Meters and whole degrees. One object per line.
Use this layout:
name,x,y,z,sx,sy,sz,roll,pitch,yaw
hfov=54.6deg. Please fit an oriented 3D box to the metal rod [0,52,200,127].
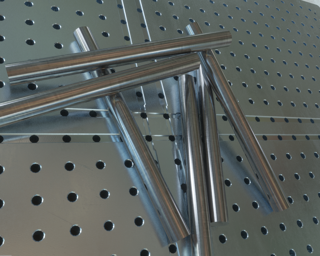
metal rod,-0.078,-0.046,0.366,0.302,0.025,0.025,-21,73,-27

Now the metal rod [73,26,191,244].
metal rod,-0.042,-0.004,0.387,0.025,0.025,0.299,-16,70,-34

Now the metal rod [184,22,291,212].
metal rod,0.109,-0.022,0.456,0.025,0.025,0.299,-17,78,-35

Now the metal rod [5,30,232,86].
metal rod,-0.035,-0.096,0.404,0.302,0.025,0.025,-15,70,-22

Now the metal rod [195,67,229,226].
metal rod,0.070,-0.012,0.452,0.025,0.025,0.300,13,56,-21

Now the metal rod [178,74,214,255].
metal rod,0.045,0.055,0.397,0.025,0.025,0.299,11,57,-22
